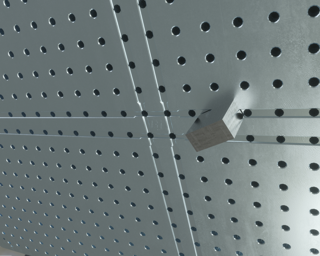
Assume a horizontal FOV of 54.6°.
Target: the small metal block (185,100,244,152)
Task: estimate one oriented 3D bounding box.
[{"bbox_3d":[0.064,-0.002,0.360,0.050,0.050,0.025,-25,105,37],"label":"small metal block"}]
